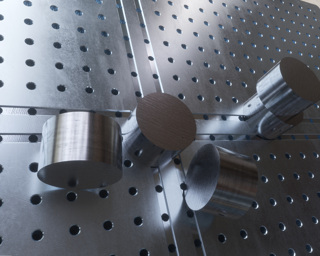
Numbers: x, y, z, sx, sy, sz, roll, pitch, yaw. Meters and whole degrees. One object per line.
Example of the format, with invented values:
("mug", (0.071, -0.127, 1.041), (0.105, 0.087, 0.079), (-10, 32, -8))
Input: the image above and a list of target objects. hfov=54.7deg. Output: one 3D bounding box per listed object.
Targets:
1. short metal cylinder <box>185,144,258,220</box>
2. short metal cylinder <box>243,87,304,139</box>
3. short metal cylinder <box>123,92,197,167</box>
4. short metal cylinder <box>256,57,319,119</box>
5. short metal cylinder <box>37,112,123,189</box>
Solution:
("short metal cylinder", (0.071, 0.064, 0.372), (0.050, 0.080, 0.080), (19, 55, -18))
("short metal cylinder", (0.185, -0.028, 0.508), (0.081, 0.050, 0.080), (14, 56, -21))
("short metal cylinder", (-0.002, 0.002, 0.390), (0.081, 0.050, 0.080), (14, 56, -21))
("short metal cylinder", (0.196, -0.060, 0.470), (0.081, 0.050, 0.080), (14, 56, -21))
("short metal cylinder", (-0.079, 0.026, 0.314), (0.081, 0.080, 0.050), (9, 58, -24))
